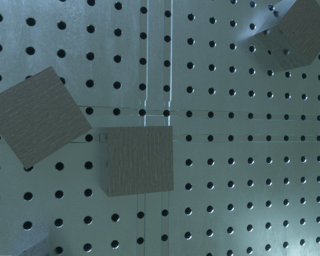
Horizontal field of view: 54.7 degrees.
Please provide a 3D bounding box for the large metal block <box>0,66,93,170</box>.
[{"bbox_3d":[-0.136,-0.012,0.349,0.080,0.050,0.080,-34,102,-17],"label":"large metal block"}]

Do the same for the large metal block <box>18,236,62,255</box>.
[{"bbox_3d":[-0.123,0.179,0.339,0.050,0.080,0.080,-31,101,-17],"label":"large metal block"}]

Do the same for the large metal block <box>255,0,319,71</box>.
[{"bbox_3d":[0.209,-0.149,0.479,0.080,0.050,0.080,43,76,-16],"label":"large metal block"}]

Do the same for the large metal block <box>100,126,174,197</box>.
[{"bbox_3d":[-0.030,0.038,0.389,0.081,0.050,0.079,-1,91,-20],"label":"large metal block"}]
